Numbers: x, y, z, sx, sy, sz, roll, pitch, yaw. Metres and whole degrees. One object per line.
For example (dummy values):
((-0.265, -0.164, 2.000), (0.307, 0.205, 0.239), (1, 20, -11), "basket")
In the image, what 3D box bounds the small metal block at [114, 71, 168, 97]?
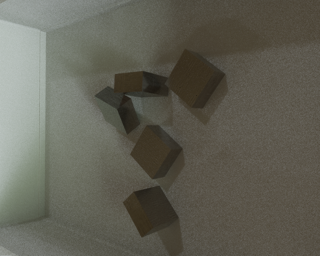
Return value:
((-0.024, -0.056, 0.408), (0.050, 0.050, 0.025), (3, 89, 40), "small metal block")

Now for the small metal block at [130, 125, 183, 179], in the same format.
((-0.006, 0.031, 0.410), (0.050, 0.025, 0.050), (44, 116, 30), "small metal block")

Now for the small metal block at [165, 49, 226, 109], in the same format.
((0.041, -0.059, 0.372), (0.050, 0.025, 0.050), (46, 117, 30), "small metal block")

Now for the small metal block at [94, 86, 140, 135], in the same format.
((-0.060, -0.025, 0.437), (0.050, 0.025, 0.050), (30, 150, 35), "small metal block")

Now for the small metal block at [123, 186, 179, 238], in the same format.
((-0.011, 0.106, 0.398), (0.025, 0.050, 0.050), (-48, 62, 29), "small metal block")
